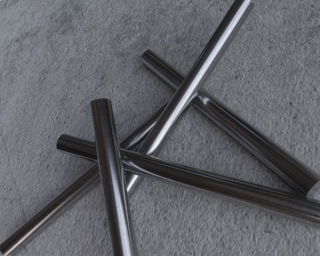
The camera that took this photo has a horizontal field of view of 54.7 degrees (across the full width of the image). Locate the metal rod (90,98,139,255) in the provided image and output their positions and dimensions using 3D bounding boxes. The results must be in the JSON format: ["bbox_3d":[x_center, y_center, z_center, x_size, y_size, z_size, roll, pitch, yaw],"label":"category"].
[{"bbox_3d":[-0.037,0.109,0.305,0.025,0.025,0.299,-19,70,17],"label":"metal rod"}]

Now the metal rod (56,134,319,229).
[{"bbox_3d":[0.015,0.049,0.333,0.301,0.025,0.025,13,68,22],"label":"metal rod"}]

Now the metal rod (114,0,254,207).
[{"bbox_3d":[0.025,-0.030,0.379,0.025,0.025,0.299,31,87,37],"label":"metal rod"}]

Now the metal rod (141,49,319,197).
[{"bbox_3d":[0.064,-0.026,0.385,0.025,0.025,0.300,-43,51,-2],"label":"metal rod"}]

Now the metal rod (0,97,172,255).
[{"bbox_3d":[-0.087,0.063,0.408,0.300,0.025,0.025,-40,51,0],"label":"metal rod"}]
